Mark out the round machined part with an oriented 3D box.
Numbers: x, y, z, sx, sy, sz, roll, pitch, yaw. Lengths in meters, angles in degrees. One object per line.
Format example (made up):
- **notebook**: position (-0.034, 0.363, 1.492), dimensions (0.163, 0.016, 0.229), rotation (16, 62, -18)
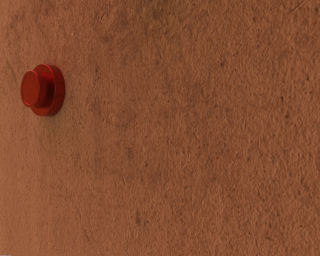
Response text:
- **round machined part**: position (-0.222, -0.070, 0.573), dimensions (0.098, 0.042, 0.097), rotation (0, 90, 39)
